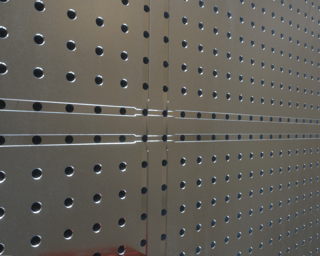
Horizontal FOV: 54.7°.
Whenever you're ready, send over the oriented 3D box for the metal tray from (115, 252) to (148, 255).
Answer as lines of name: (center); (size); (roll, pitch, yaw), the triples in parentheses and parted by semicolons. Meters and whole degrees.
metal tray: (-0.067, 0.198, 0.351); (0.131, 0.030, 0.090); (12, 82, -40)
